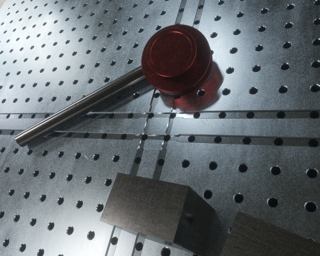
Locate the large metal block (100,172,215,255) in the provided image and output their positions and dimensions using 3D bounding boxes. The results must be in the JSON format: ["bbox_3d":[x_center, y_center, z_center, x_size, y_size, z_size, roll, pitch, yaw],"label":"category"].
[{"bbox_3d":[0.001,0.089,0.318,0.080,0.080,0.050,5,65,30],"label":"large metal block"}]

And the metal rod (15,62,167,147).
[{"bbox_3d":[-0.101,-0.045,0.488,0.300,0.025,0.025,-27,53,11],"label":"metal rod"}]

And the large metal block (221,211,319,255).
[{"bbox_3d":[0.095,0.129,0.263,0.080,0.050,0.080,16,70,34],"label":"large metal block"}]

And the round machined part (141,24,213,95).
[{"bbox_3d":[0.020,-0.097,0.425,0.098,0.042,0.097,-2,81,16],"label":"round machined part"}]
